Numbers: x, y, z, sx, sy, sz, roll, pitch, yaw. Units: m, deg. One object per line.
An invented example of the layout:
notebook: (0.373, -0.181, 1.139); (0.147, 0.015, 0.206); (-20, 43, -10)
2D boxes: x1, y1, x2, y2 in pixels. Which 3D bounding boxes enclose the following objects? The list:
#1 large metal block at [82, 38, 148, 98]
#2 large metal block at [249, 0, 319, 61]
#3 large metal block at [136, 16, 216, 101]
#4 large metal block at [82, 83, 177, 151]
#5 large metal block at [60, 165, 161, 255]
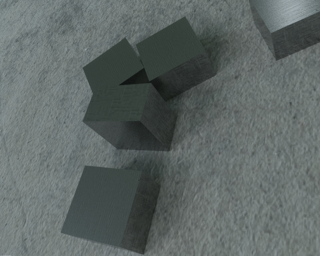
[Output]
large metal block: (-0.059, -0.075, 0.463); (0.080, 0.050, 0.080); (-34, 52, 6)
large metal block: (0.167, -0.144, 0.388); (0.080, 0.050, 0.080); (-22, 54, 14)
large metal block: (0.021, -0.096, 0.435); (0.080, 0.050, 0.080); (-27, 53, 10)
large metal block: (-0.035, -0.011, 0.392); (0.080, 0.080, 0.050); (0, 62, 28)
large metal block: (-0.054, 0.093, 0.358); (0.080, 0.050, 0.080); (1, 62, 28)
